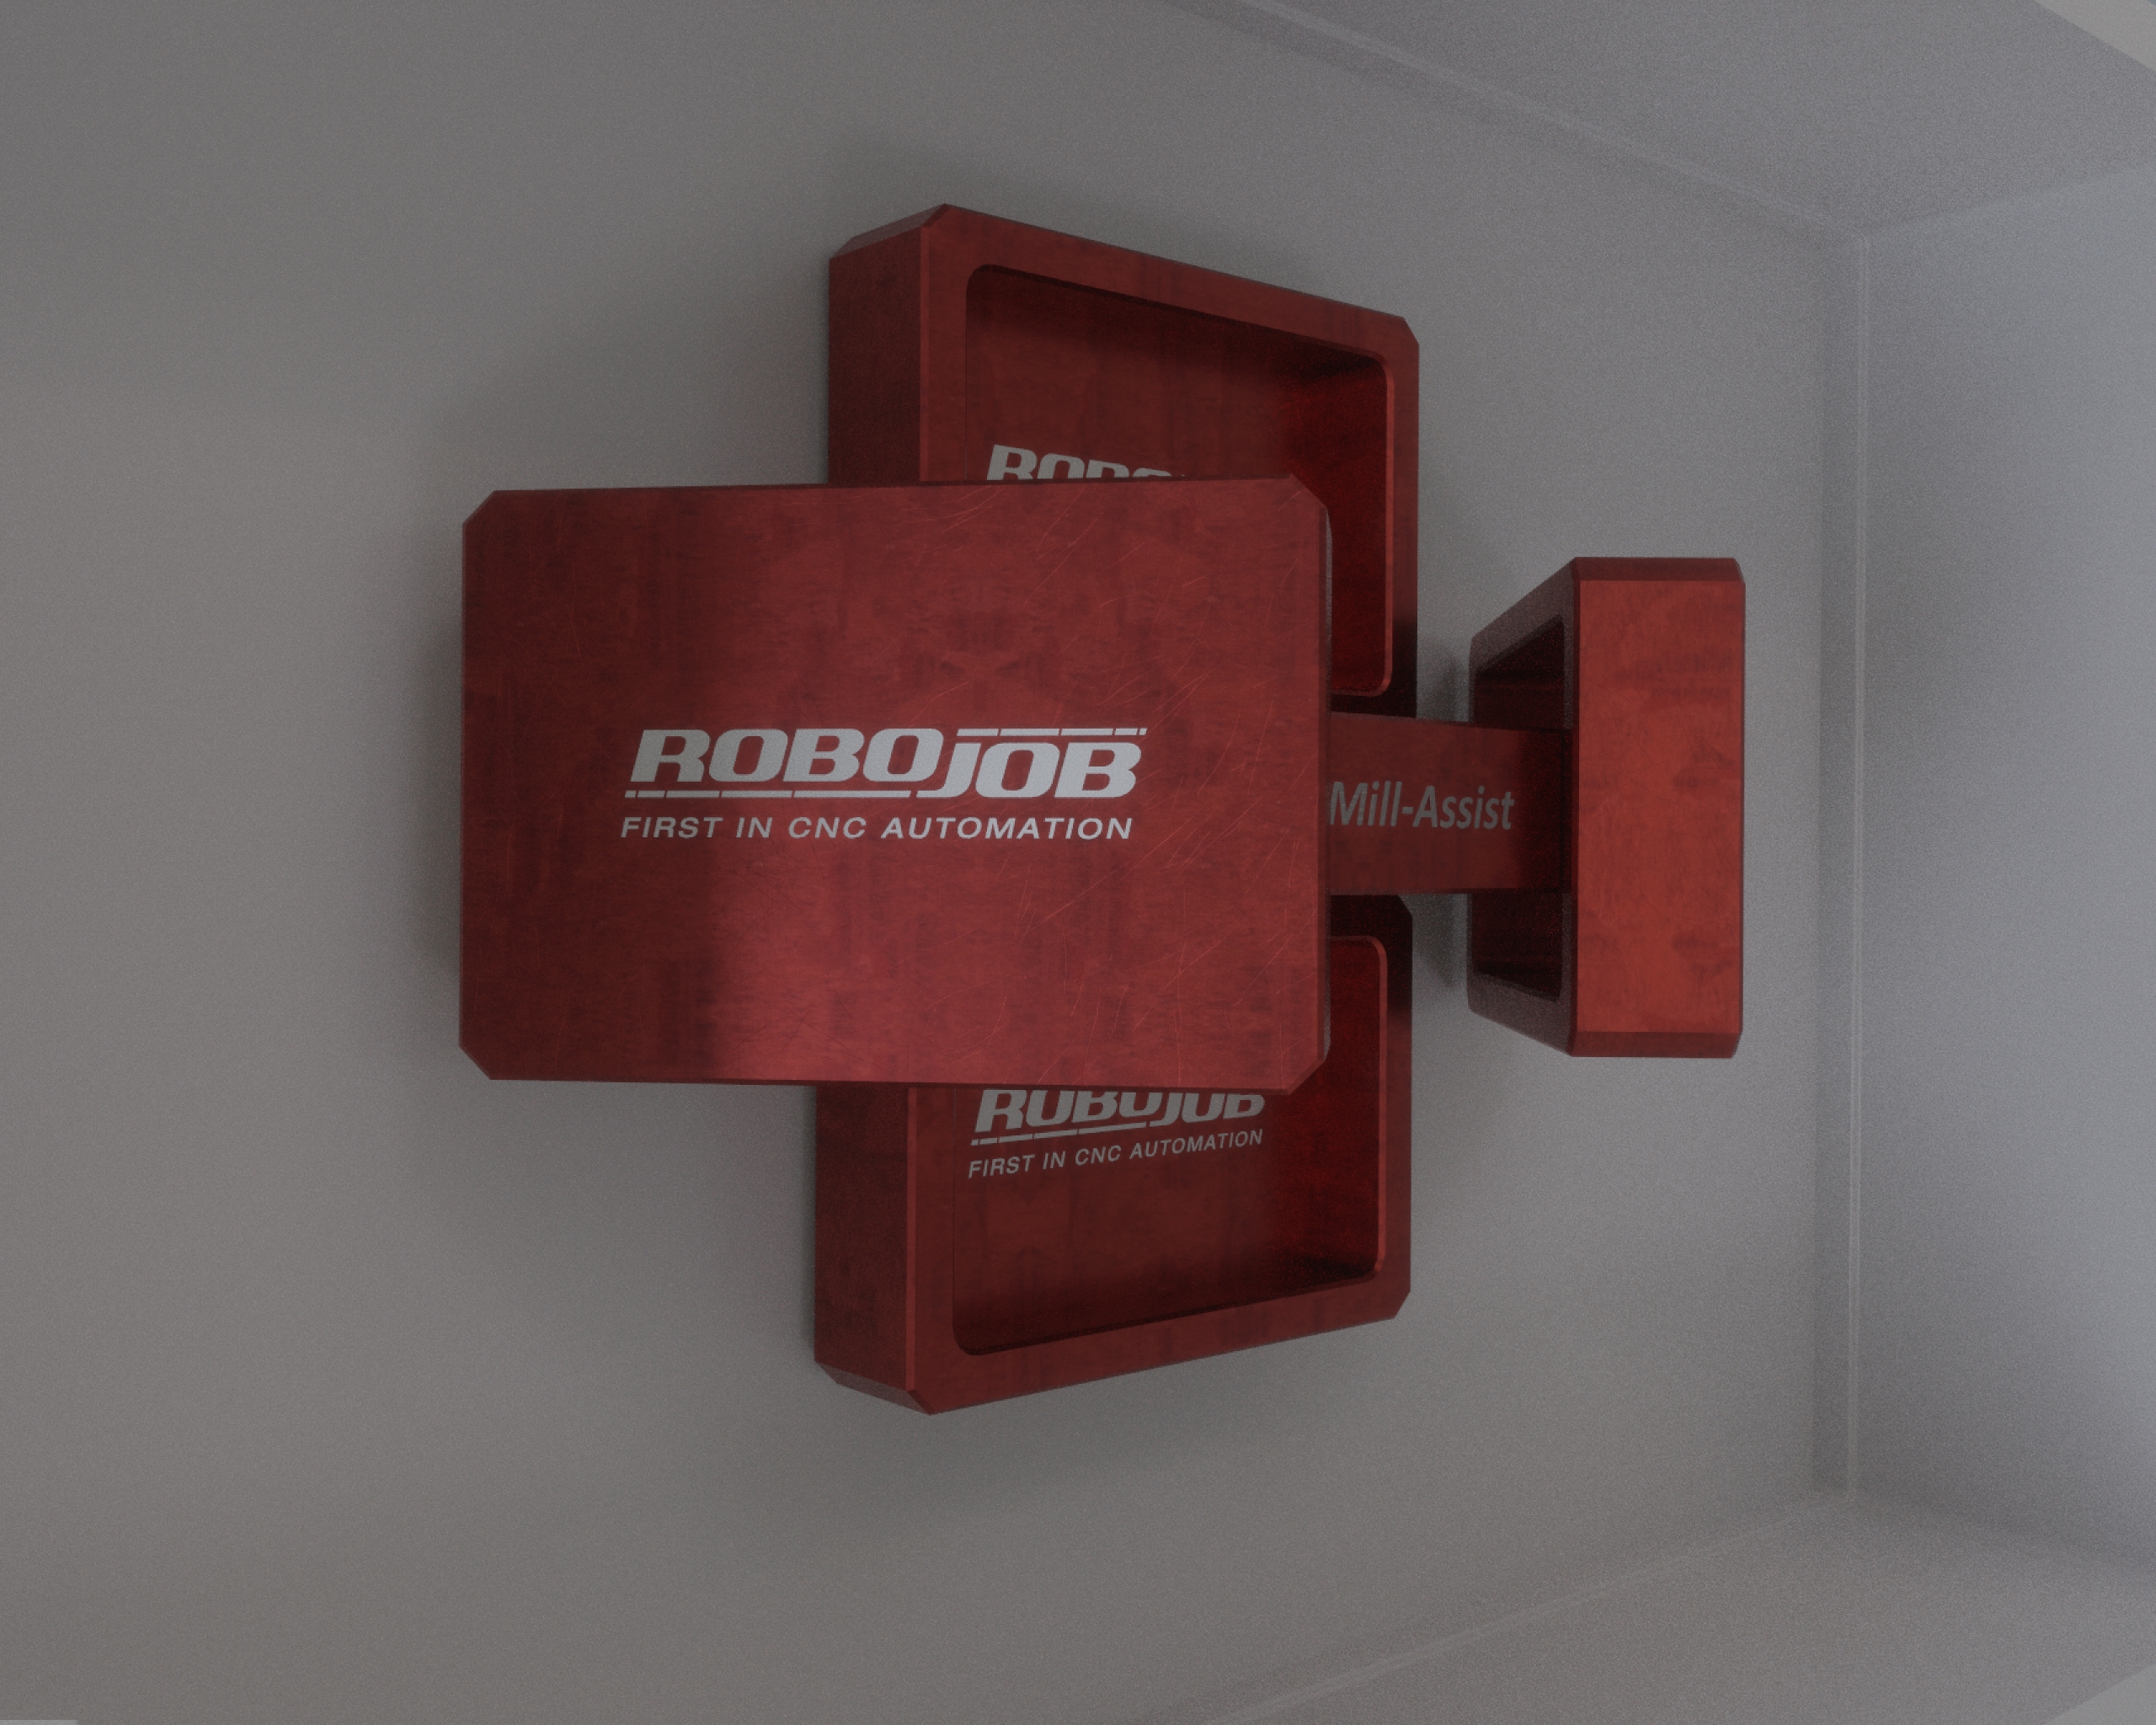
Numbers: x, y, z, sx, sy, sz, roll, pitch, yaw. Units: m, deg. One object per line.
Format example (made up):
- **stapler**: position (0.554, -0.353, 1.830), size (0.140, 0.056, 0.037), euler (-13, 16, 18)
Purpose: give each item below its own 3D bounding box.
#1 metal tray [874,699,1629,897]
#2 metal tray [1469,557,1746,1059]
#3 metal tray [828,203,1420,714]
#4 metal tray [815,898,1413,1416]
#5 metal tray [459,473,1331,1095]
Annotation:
- **metal tray**: position (0.029, -0.010, 0.387), size (0.131, 0.090, 0.030), euler (0, 90, -41)
- **metal tray**: position (0.105, -0.010, 0.433), size (0.030, 0.130, 0.089), euler (1, 90, 2)
- **metal tray**: position (0.013, -0.070, 0.412), size (0.131, 0.030, 0.089), euler (0, 91, -41)
- **metal tray**: position (0.012, 0.051, 0.409), size (0.131, 0.030, 0.089), euler (0, 90, -41)
- **metal tray**: position (-0.027, -0.012, 0.322), size (0.030, 0.131, 0.089), euler (3, 87, -82)
